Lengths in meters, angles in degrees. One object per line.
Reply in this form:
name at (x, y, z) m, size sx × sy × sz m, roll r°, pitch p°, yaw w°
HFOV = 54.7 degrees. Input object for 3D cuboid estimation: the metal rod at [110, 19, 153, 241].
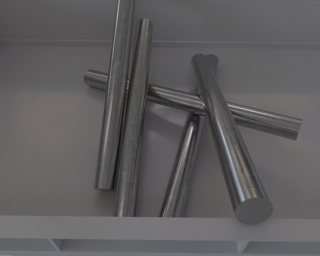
metal rod at (-0.030, -0.019, 0.383) m, size 0.025 × 0.025 × 0.299 m, roll 2°, pitch 61°, yaw 2°

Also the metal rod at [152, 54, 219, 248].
metal rod at (0.043, 0.003, 0.402) m, size 0.025 × 0.025 × 0.300 m, roll 12°, pitch 51°, yaw 9°

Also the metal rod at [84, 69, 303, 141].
metal rod at (0.024, -0.037, 0.407) m, size 0.301 × 0.025 × 0.025 m, roll 17°, pitch 52°, yaw 24°

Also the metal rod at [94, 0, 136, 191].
metal rod at (-0.053, -0.072, 0.396) m, size 0.025 × 0.025 × 0.299 m, roll 3°, pitch 71°, yaw 2°

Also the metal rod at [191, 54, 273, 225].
metal rod at (0.060, -0.022, 0.332) m, size 0.025 × 0.025 × 0.300 m, roll 0°, pitch 31°, yaw 0°
